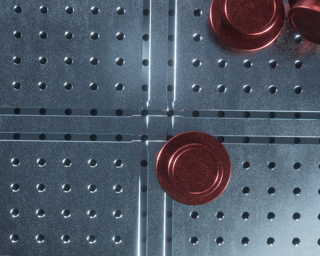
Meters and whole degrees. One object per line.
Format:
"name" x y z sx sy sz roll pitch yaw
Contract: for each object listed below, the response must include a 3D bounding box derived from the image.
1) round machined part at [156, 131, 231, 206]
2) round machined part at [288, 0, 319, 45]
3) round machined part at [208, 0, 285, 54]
"round machined part" 0.044 0.053 0.405 0.099 0.042 0.097 0 90 0
"round machined part" 0.199 -0.139 0.378 0.098 0.098 0.042 39 90 0
"round machined part" 0.115 -0.150 0.405 0.099 0.042 0.097 0 90 0
